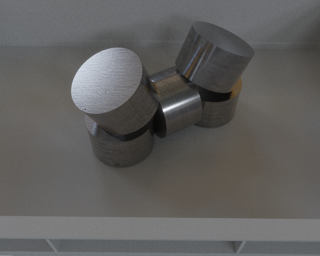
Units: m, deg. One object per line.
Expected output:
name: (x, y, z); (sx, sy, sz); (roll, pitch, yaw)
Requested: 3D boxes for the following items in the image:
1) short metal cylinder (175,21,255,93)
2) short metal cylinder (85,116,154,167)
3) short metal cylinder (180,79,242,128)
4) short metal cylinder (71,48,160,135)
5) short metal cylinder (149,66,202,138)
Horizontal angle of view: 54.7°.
short metal cylinder: (0.065, -0.087, 0.376); (0.081, 0.050, 0.080); (18, 35, -13)
short metal cylinder: (-0.048, 0.001, 0.385); (0.081, 0.050, 0.080); (0, 50, 0)
short metal cylinder: (0.067, -0.047, 0.427); (0.081, 0.050, 0.080); (0, 50, 0)
short metal cylinder: (-0.047, -0.039, 0.335); (0.080, 0.050, 0.080); (-9, 62, 17)
short metal cylinder: (0.010, -0.033, 0.395); (0.050, 0.080, 0.080); (-24, 54, -19)
